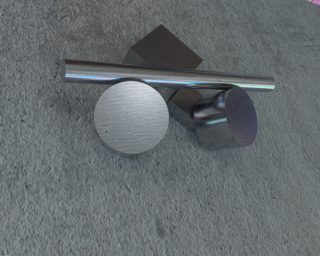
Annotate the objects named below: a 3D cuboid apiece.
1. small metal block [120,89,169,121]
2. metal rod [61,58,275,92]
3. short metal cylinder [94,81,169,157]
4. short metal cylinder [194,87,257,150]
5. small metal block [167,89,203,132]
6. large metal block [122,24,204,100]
[{"bbox_3d":[-0.025,-0.033,0.412,0.050,0.025,0.050,40,50,-1],"label":"small metal block"},{"bbox_3d":[0.032,-0.063,0.394,0.303,0.025,0.025,-1,63,-29],"label":"metal rod"},{"bbox_3d":[-0.034,-0.008,0.357,0.081,0.050,0.080,2,79,-10],"label":"short metal cylinder"},{"bbox_3d":[0.091,-0.011,0.427,0.081,0.050,0.080,13,72,-44],"label":"short metal cylinder"},{"bbox_3d":[0.040,-0.031,0.445,0.050,0.025,0.050,40,51,-1],"label":"small metal block"},{"bbox_3d":[0.002,-0.089,0.442,0.080,0.050,0.080,41,51,-1],"label":"large metal block"}]
